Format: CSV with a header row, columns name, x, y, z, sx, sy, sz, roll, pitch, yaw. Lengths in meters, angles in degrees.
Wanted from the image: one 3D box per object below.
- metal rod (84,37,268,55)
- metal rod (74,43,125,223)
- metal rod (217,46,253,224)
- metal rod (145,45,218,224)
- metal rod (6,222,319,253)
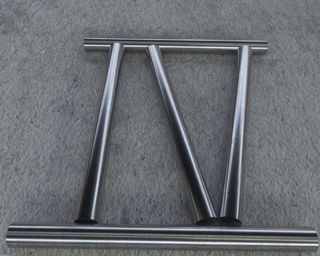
name,x,y,z,sx,sy,sz,roll,pitch,yaw
metal rod,0.026,-0.138,0.521,0.302,0.025,0.025,1,50,0
metal rod,-0.073,-0.016,0.416,0.025,0.025,0.300,1,50,0
metal rod,0.106,-0.014,0.416,0.025,0.025,0.300,10,51,8
metal rod,0.018,-0.014,0.416,0.025,0.025,0.300,-9,51,-8
metal rod,0.002,0.110,0.311,0.302,0.025,0.025,1,50,0
